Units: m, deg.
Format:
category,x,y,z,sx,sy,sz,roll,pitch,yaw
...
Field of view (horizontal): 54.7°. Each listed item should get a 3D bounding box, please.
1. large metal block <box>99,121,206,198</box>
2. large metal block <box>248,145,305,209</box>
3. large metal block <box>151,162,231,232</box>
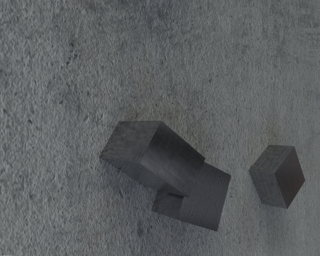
category,x,y,z,sx,sy,sz,roll,pitch,yaw
large metal block,-0.009,0.035,0.361,0.080,0.080,0.050,40,66,-33
large metal block,0.217,0.088,0.570,0.080,0.050,0.080,-40,115,-33
large metal block,0.045,0.089,0.426,0.080,0.050,0.080,29,72,-36
